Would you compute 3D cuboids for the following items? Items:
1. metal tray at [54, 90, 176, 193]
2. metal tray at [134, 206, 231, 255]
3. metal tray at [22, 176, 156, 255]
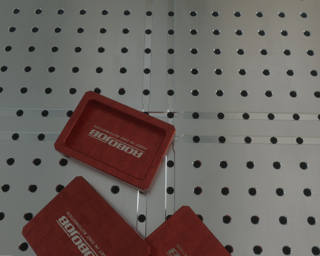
[{"bbox_3d":[-0.056,0.017,0.402,0.130,0.030,0.090,23,72,8],"label":"metal tray"},{"bbox_3d":[0.038,0.166,0.349,0.090,0.030,0.130,-39,75,-13],"label":"metal tray"},{"bbox_3d":[-0.080,0.127,0.343,0.130,0.030,0.090,36,73,30],"label":"metal tray"}]
